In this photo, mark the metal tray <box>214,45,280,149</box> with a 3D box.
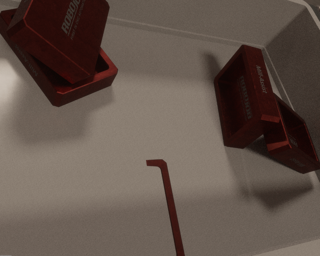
[{"bbox_3d":[0.123,-0.046,0.458,0.030,0.090,0.130,9,58,-19],"label":"metal tray"}]

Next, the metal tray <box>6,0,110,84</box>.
[{"bbox_3d":[-0.109,-0.127,0.357,0.090,0.030,0.130,39,44,-42],"label":"metal tray"}]

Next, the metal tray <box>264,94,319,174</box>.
[{"bbox_3d":[0.197,0.012,0.473,0.131,0.030,0.090,25,49,-42],"label":"metal tray"}]

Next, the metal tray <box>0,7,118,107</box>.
[{"bbox_3d":[-0.128,-0.098,0.394,0.091,0.030,0.130,-31,79,-38],"label":"metal tray"}]
